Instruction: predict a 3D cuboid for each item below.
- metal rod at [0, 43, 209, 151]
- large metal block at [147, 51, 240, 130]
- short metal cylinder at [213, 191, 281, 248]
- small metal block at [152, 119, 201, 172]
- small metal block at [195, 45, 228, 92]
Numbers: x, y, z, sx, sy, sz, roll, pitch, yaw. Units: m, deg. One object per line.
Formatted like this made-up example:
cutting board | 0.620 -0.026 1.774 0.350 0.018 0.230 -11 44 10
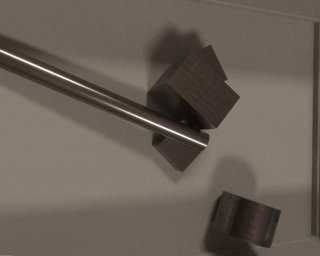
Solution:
metal rod | -0.078 -0.038 0.367 0.302 0.025 0.025 23 82 -13
large metal block | 0.039 -0.042 0.394 0.080 0.080 0.050 41 77 -12
short metal cylinder | 0.119 0.124 0.427 0.080 0.080 0.050 21 83 -19
small metal block | 0.026 0.023 0.422 0.050 0.025 0.050 -46 105 -14
small metal block | 0.058 -0.079 0.420 0.025 0.050 0.050 -32 101 -18
